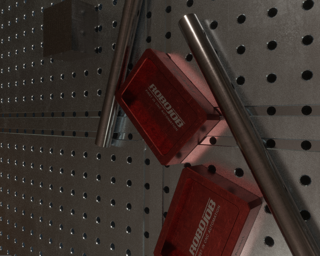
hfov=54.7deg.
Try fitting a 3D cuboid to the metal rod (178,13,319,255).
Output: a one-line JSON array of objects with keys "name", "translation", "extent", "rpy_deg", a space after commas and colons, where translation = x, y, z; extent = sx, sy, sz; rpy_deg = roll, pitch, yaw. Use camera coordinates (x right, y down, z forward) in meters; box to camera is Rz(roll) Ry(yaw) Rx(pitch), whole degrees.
[{"name": "metal rod", "translation": [0.089, 0.000, 0.334], "extent": [0.025, 0.025, 0.299], "rpy_deg": [-35, 69, 34]}]

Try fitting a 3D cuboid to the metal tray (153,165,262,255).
[{"name": "metal tray", "translation": [0.050, 0.120, 0.362], "extent": [0.090, 0.030, 0.129], "rpy_deg": [28, 107, 36]}]

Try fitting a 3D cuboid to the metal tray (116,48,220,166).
[{"name": "metal tray", "translation": [0.004, -0.028, 0.400], "extent": [0.090, 0.030, 0.130], "rpy_deg": [-51, 60, 27]}]

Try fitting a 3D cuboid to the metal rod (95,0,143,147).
[{"name": "metal rod", "translation": [-0.053, -0.116, 0.450], "extent": [0.025, 0.025, 0.298], "rpy_deg": [23, 104, 37]}]

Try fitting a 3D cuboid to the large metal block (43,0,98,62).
[{"name": "large metal block", "translation": [-0.148, -0.158, 0.513], "extent": [0.080, 0.050, 0.079], "rpy_deg": [1, 90, 39]}]
